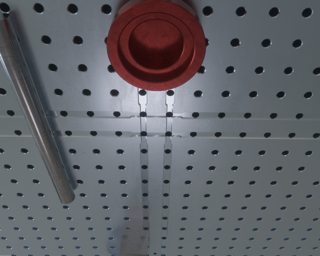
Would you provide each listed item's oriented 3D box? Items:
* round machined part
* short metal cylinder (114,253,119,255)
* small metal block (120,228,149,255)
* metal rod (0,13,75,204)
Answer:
[{"bbox_3d":[-0.004,-0.090,0.324,0.099,0.042,0.097,0,130,0],"label":"round machined part"},{"bbox_3d":[-0.073,0.305,0.635,0.080,0.080,0.050,-32,123,24],"label":"short metal cylinder"},{"bbox_3d":[-0.048,0.219,0.581,0.050,0.050,0.025,5,130,-5],"label":"small metal block"},{"bbox_3d":[-0.159,0.001,0.410,0.025,0.025,0.298,-2,130,2],"label":"metal rod"}]
